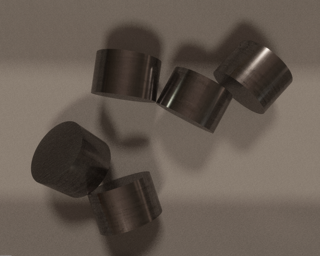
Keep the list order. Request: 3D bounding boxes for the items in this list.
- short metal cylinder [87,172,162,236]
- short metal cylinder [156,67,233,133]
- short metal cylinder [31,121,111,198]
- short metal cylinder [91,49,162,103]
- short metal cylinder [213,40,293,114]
[{"bbox_3d":[-0.043,0.091,0.383,0.080,0.080,0.050,-18,90,0],"label":"short metal cylinder"},{"bbox_3d":[0.042,-0.034,0.385,0.080,0.080,0.050,28,90,-1],"label":"short metal cylinder"},{"bbox_3d":[-0.108,0.038,0.377,0.080,0.050,0.080,-18,52,25],"label":"short metal cylinder"},{"bbox_3d":[-0.041,-0.062,0.383,0.081,0.080,0.050,8,90,-1],"label":"short metal cylinder"},{"bbox_3d":[0.114,-0.062,0.385,0.080,0.080,0.050,42,90,-1],"label":"short metal cylinder"}]
